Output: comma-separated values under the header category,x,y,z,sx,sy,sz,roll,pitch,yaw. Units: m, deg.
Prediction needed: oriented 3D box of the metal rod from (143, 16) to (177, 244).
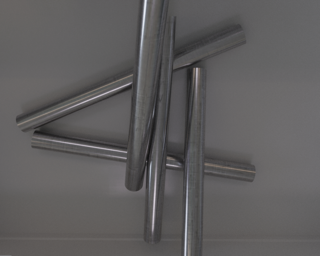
category,x,y,z,sx,sy,sz,roll,pitch,yaw
metal rod,-0.003,0.017,0.389,0.025,0.025,0.298,3,110,-1

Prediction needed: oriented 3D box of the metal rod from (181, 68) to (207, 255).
category,x,y,z,sx,sy,sz,roll,pitch,yaw
metal rod,0.040,0.077,0.374,0.025,0.025,0.298,2,85,-1

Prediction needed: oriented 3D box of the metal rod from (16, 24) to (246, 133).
category,x,y,z,sx,sy,sz,roll,pitch,yaw
metal rod,-0.041,-0.059,0.388,0.301,0.025,0.025,-21,109,7

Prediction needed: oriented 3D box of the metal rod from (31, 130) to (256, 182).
category,x,y,z,sx,sy,sz,roll,pitch,yaw
metal rod,-0.019,0.039,0.425,0.302,0.025,0.025,9,110,-4

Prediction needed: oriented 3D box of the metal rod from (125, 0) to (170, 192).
category,x,y,z,sx,sy,sz,roll,pitch,yaw
metal rod,-0.017,-0.031,0.325,0.025,0.025,0.298,7,133,-3
